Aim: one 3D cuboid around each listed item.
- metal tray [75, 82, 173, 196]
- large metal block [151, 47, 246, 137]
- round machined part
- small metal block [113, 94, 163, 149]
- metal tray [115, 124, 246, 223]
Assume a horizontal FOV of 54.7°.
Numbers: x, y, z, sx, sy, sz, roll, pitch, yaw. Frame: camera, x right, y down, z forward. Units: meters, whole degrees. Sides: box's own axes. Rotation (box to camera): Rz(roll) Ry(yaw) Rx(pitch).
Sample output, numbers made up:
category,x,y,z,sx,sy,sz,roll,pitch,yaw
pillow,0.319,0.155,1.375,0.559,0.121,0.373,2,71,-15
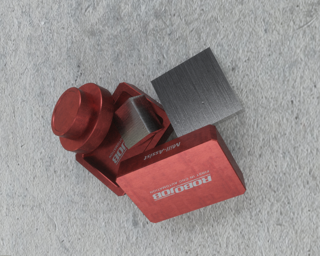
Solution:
category,x,y,z,sx,sy,sz,roll,pitch,yaw
metal tray,-0.046,0.015,0.423,0.090,0.030,0.129,37,101,16
large metal block,0.048,-0.039,0.380,0.080,0.050,0.080,-28,81,17
round machined part,-0.110,-0.016,0.418,0.098,0.042,0.098,-20,59,38
small metal block,-0.031,-0.008,0.397,0.050,0.025,0.050,-37,79,45
metal tray,0.025,0.060,0.374,0.130,0.030,0.090,-24,118,19
